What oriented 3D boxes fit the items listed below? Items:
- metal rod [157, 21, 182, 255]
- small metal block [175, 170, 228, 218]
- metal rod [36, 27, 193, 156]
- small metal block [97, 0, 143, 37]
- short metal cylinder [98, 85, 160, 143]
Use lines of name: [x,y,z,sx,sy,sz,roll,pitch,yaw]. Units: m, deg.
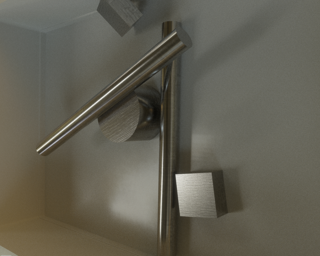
metal rod: [0.012,0.017,0.395,0.025,0.025,0.298,2,91,39]
small metal block: [0.049,0.077,0.365,0.050,0.025,0.050,-10,84,39]
metal rod: [-0.080,-0.030,0.404,0.299,0.025,0.025,-31,71,35]
small metal block: [-0.056,-0.157,0.420,0.025,0.050,0.050,-48,14,-13]
short metal cylinder: [-0.040,-0.021,0.421,0.080,0.050,0.079,0,90,39]
